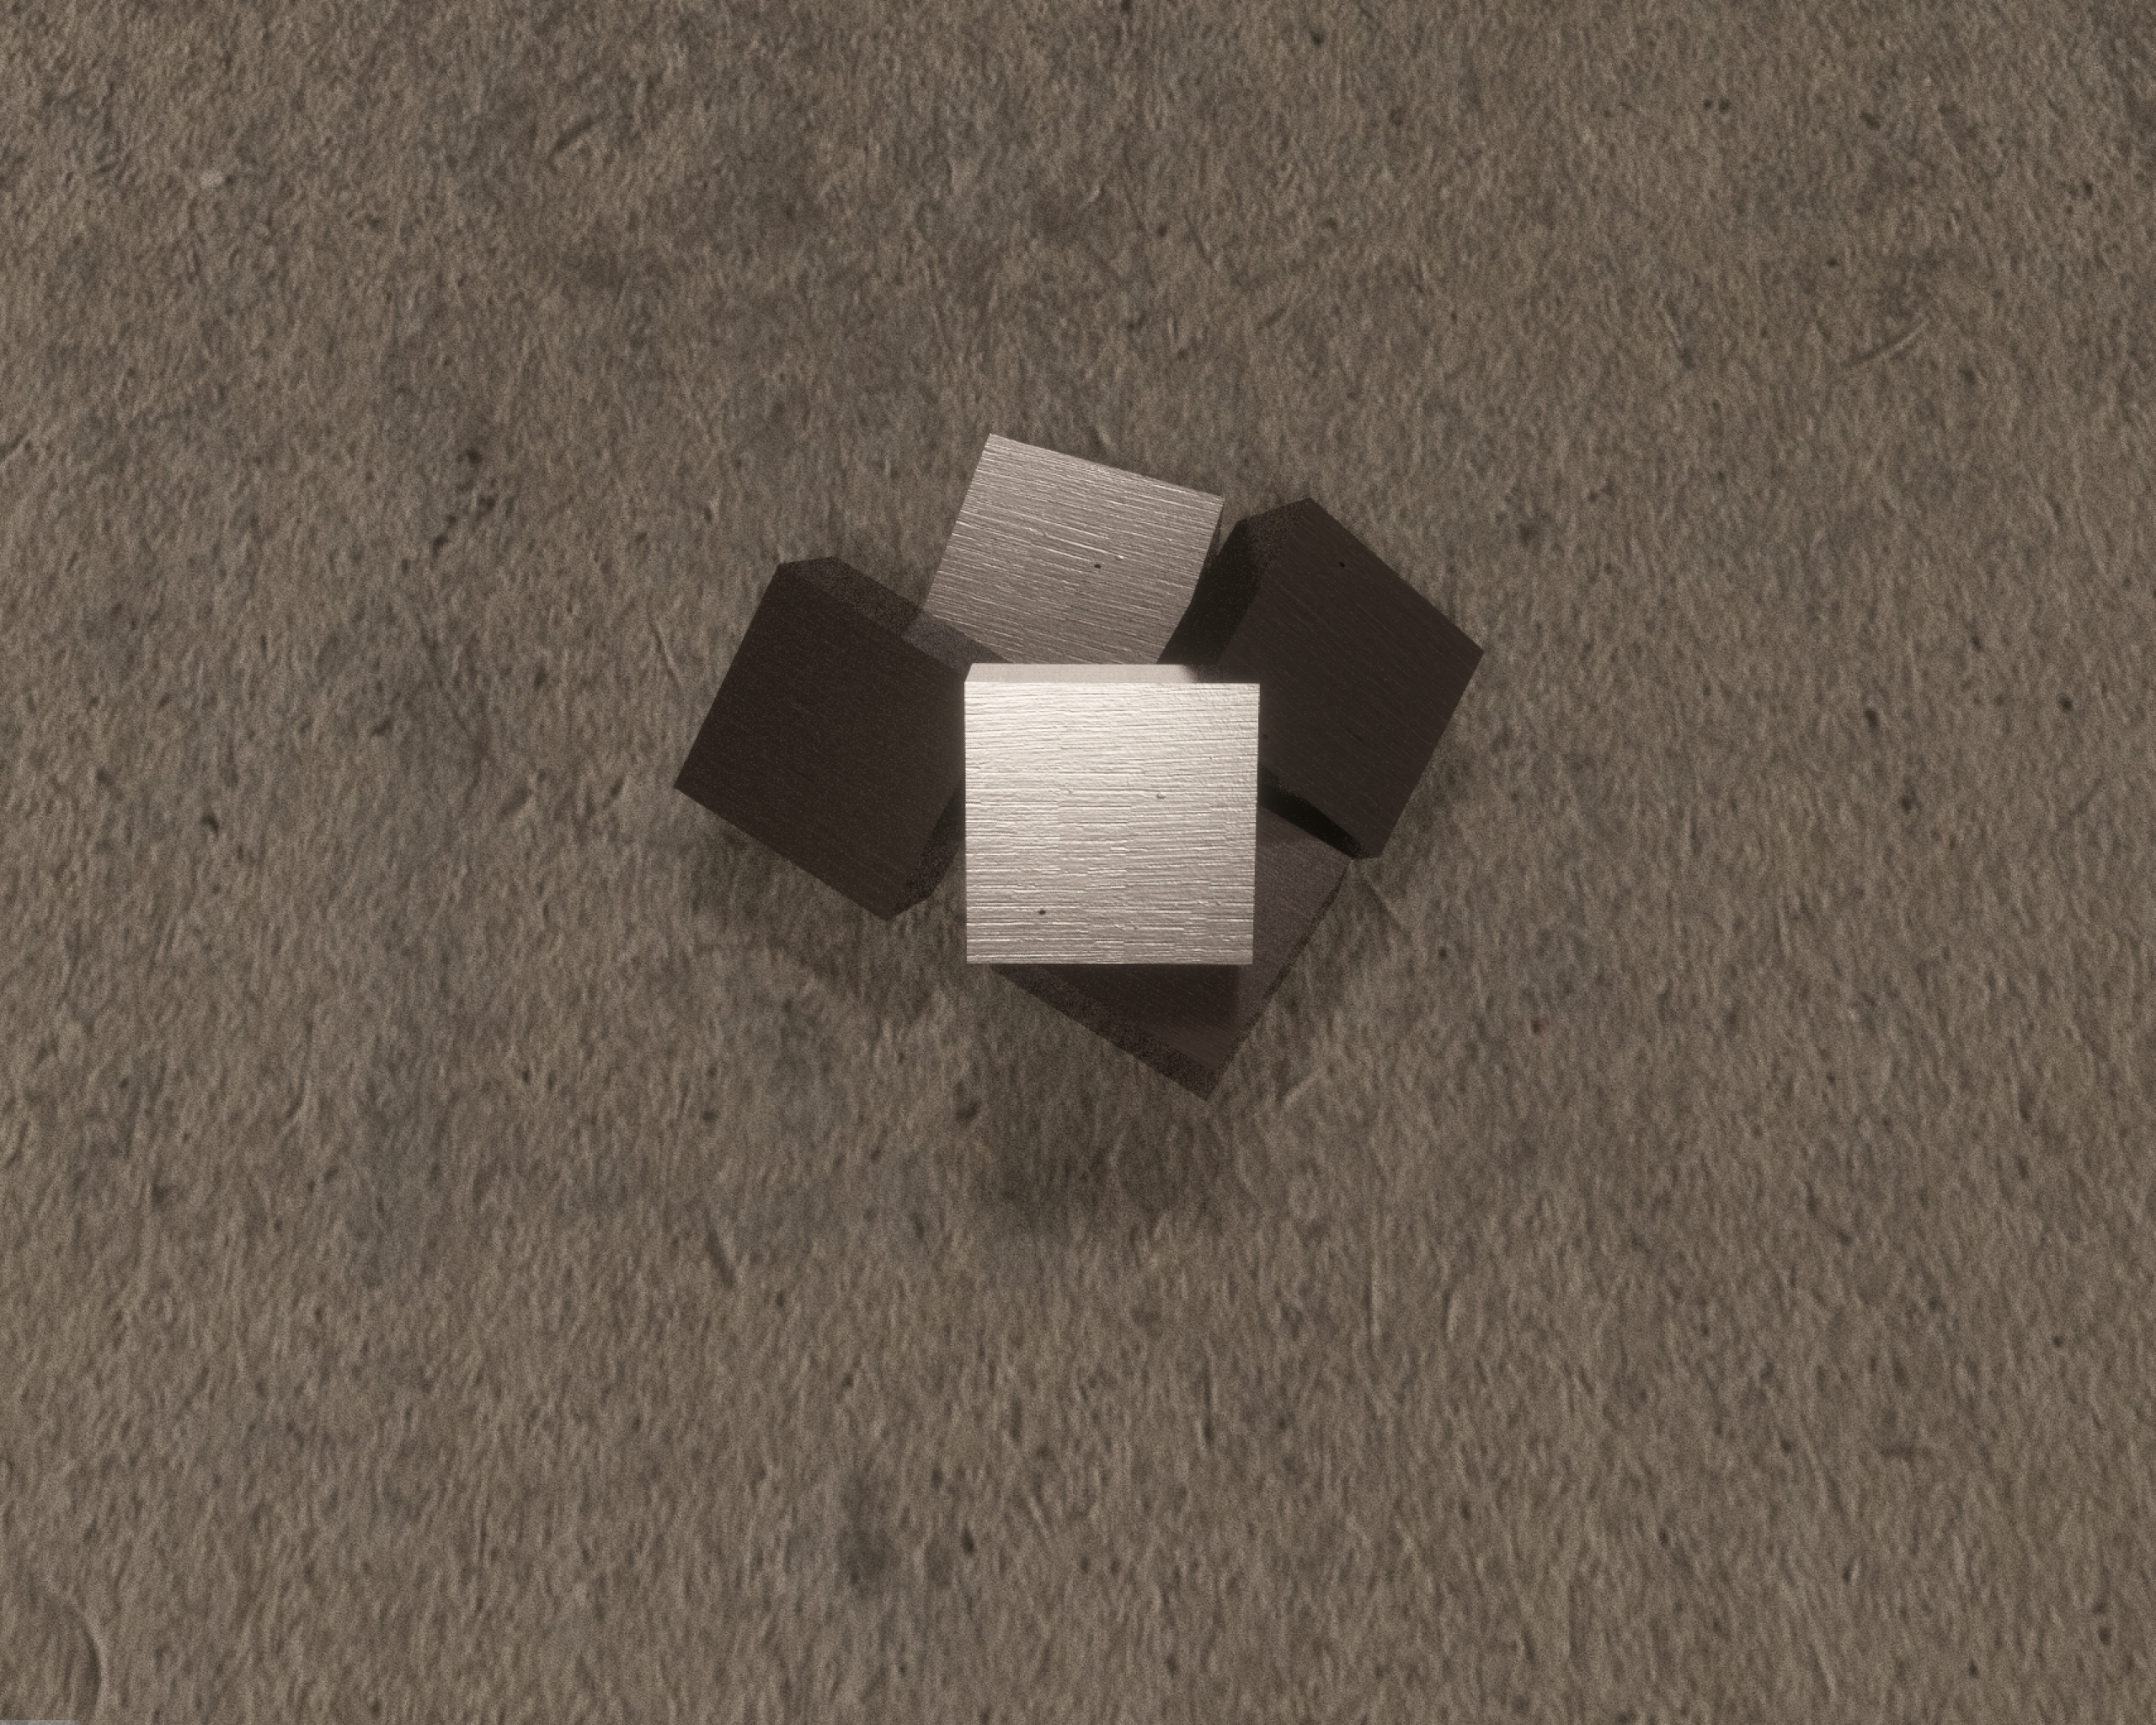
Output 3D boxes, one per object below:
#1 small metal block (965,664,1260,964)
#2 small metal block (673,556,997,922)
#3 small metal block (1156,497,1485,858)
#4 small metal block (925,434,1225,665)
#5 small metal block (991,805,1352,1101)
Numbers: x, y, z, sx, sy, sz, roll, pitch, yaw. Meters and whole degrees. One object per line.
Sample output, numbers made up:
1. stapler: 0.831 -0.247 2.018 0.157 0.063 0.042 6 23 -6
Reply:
1. small metal block: 0.006 -0.009 0.374 0.050 0.025 0.050 0 103 0
2. small metal block: -0.042 -0.025 0.406 0.050 0.025 0.050 32 109 9
3. small metal block: 0.045 -0.035 0.411 0.050 0.025 0.050 37 71 -23
4. small metal block: -0.002 -0.055 0.430 0.050 0.025 0.050 16 71 5
5. small metal block: 0.017 0.010 0.406 0.050 0.025 0.050 31 73 10
